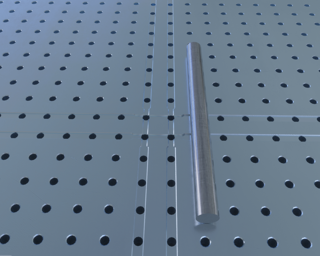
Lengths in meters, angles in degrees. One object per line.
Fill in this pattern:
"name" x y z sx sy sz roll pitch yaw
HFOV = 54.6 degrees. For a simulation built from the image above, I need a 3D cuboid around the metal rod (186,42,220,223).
"metal rod" 0.053 -0.019 0.424 0.025 0.025 0.300 1 50 1
